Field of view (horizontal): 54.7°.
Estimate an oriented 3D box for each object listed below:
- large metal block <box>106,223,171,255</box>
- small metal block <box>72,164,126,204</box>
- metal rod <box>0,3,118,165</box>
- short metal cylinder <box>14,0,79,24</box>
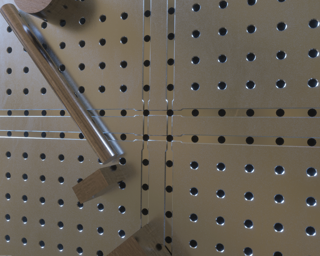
[{"bbox_3d":[-0.030,0.189,0.410,0.080,0.050,0.080,-42,77,15],"label":"large metal block"},{"bbox_3d":[-0.083,0.076,0.429,0.050,0.050,0.025,-35,79,16],"label":"small metal block"},{"bbox_3d":[-0.157,-0.073,0.467,0.025,0.025,0.299,-40,78,15],"label":"metal rod"},{"bbox_3d":[-0.168,-0.202,0.459,0.080,0.050,0.079,0,90,20],"label":"short metal cylinder"}]
